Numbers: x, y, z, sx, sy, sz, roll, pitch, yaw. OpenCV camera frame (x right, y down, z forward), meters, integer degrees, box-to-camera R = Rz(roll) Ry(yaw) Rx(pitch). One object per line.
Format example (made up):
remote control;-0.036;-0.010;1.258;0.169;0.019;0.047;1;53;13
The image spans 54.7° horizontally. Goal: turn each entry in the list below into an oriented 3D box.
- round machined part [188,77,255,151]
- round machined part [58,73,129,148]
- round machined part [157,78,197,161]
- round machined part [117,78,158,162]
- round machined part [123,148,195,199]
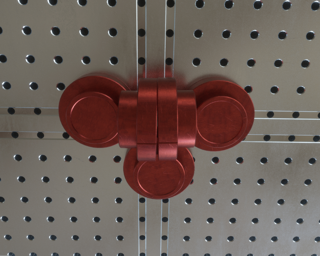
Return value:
round machined part;0.073;-0.013;0.400;0.099;0.042;0.097;0;110;-1
round machined part;-0.081;-0.018;0.396;0.099;0.042;0.097;0;110;-1
round machined part;0.019;-0.010;0.365;0.042;0.098;0.097;-1;110;0
round machined part;-0.025;-0.010;0.364;0.042;0.098;0.097;1;110;-1
round machined part;-0.001;0.057;0.425;0.099;0.042;0.097;0;110;-1
